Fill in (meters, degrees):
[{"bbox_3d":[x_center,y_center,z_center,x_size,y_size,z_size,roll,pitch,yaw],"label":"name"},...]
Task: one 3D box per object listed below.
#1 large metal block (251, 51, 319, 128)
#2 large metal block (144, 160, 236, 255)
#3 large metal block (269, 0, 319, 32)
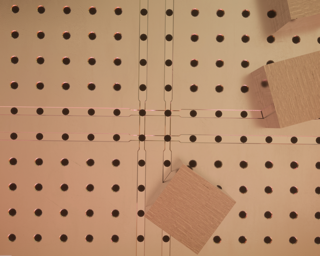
[{"bbox_3d":[0.176,-0.048,0.403,0.080,0.050,0.080,-15,90,-1],"label":"large metal block"},{"bbox_3d":[0.037,0.099,0.402,0.080,0.050,0.080,36,90,-1],"label":"large metal block"},{"bbox_3d":[0.191,-0.180,0.403,0.080,0.050,0.080,-12,90,-1],"label":"large metal block"}]
